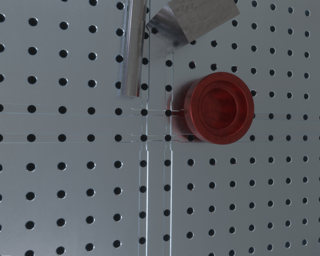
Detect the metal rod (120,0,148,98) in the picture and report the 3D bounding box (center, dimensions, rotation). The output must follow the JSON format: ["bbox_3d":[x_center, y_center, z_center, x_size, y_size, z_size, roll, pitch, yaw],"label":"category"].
[{"bbox_3d":[-0.027,-0.189,0.402,0.025,0.025,0.298,5,88,-20],"label":"metal rod"}]

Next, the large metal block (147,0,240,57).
[{"bbox_3d":[0.039,-0.139,0.398,0.080,0.080,0.050,-33,101,-17],"label":"large metal block"}]

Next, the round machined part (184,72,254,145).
[{"bbox_3d":[0.078,-0.026,0.432,0.099,0.042,0.097,0,90,-20],"label":"round machined part"}]
